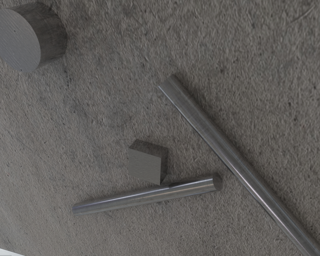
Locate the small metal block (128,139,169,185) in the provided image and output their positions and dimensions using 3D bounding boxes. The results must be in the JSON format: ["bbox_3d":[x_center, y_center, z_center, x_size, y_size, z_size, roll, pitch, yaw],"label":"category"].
[{"bbox_3d":[-0.017,0.049,0.446,0.050,0.025,0.050,15,125,19],"label":"small metal block"}]

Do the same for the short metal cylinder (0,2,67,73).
[{"bbox_3d":[-0.171,-0.119,0.407,0.080,0.050,0.079,13,124,21],"label":"short metal cylinder"}]

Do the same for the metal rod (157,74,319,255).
[{"bbox_3d":[0.105,0.055,0.385,0.300,0.025,0.025,49,129,-7],"label":"metal rod"}]

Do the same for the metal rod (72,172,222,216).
[{"bbox_3d":[-0.039,0.112,0.496,0.300,0.025,0.025,-20,108,35],"label":"metal rod"}]
